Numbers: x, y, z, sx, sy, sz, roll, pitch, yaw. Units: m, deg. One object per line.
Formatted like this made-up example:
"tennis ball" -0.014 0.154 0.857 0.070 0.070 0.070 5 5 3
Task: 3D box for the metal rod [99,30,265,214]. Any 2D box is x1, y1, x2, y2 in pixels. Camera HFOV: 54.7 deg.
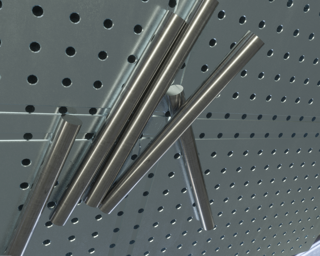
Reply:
"metal rod" 0.015 0.004 0.395 0.025 0.025 0.299 27 112 -38

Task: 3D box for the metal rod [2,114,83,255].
"metal rod" -0.167 0.117 0.392 0.025 0.025 0.298 16 110 -35

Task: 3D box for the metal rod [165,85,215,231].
"metal rod" 0.053 0.065 0.482 0.025 0.025 0.298 -27 128 -12

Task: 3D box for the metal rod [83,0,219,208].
"metal rod" -0.019 -0.024 0.387 0.025 0.025 0.298 21 107 -36

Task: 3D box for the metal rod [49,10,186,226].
"metal rod" -0.059 -0.002 0.379 0.025 0.025 0.299 22 106 -37
